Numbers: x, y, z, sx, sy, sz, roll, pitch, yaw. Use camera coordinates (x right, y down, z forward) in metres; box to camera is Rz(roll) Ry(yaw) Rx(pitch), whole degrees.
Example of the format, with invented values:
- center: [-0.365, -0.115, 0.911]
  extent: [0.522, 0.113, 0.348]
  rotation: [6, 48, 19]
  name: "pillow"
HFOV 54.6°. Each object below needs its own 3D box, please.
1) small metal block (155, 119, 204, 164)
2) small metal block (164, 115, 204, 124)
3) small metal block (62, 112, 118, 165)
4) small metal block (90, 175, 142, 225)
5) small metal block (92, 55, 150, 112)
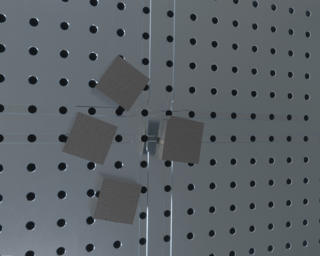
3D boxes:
- center: [0.025, 0.017, 0.395]
  extent: [0.050, 0.025, 0.050]
  rotation: [9, 87, -20]
  name: "small metal block"
- center: [0.028, 0.013, 0.423]
  extent: [0.050, 0.025, 0.050]
  rotation: [12, 86, -20]
  name: "small metal block"
- center: [-0.086, 0.013, 0.381]
  extent: [0.050, 0.025, 0.050]
  rotation: [22, 83, -19]
  name: "small metal block"
- center: [-0.055, 0.090, 0.392]
  extent: [0.050, 0.025, 0.050]
  rotation: [15, 85, -19]
  name: "small metal block"
- center: [-0.050, -0.055, 0.394]
  extent: [0.050, 0.025, 0.050]
  rotation: [36, 78, -17]
  name: "small metal block"
